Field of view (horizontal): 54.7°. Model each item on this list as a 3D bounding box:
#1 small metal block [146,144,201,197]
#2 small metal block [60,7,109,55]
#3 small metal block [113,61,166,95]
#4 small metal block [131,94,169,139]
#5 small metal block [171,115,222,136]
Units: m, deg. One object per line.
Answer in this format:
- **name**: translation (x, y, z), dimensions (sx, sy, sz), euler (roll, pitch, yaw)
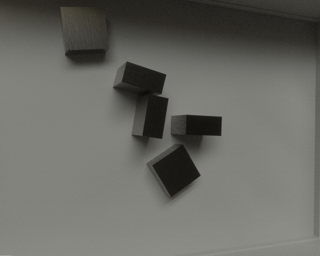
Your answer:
- **small metal block**: translation (0.018, 0.056, 0.417), dimensions (0.050, 0.025, 0.050), euler (-33, 101, -17)
- **small metal block**: translation (-0.092, -0.118, 0.376), dimensions (0.050, 0.025, 0.050), euler (-8, 93, -20)
- **small metal block**: translation (-0.027, -0.059, 0.387), dimensions (0.050, 0.050, 0.025), euler (15, 85, -20)
- **small metal block**: translation (-0.014, -0.014, 0.392), dimensions (0.025, 0.050, 0.050), euler (10, 87, -20)
- **small metal block**: translation (0.047, -0.003, 0.415), dimensions (0.050, 0.050, 0.025), euler (2, 90, -20)
